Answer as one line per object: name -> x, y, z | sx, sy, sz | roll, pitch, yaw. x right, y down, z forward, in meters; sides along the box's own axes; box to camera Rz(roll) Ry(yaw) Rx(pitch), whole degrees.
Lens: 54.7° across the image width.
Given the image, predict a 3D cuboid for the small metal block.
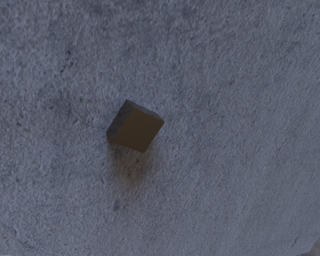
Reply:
small metal block -> -0.031, -0.001, 0.391 | 0.050, 0.025, 0.050 | 24, 105, -37
